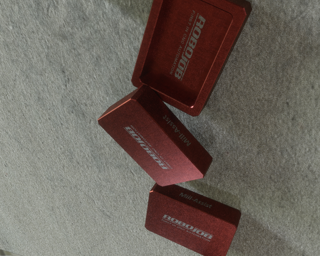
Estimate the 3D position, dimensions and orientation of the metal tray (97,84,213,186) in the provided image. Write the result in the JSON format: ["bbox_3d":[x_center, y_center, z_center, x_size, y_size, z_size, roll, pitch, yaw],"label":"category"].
[{"bbox_3d":[-0.007,0.016,0.394,0.130,0.030,0.090,48,141,-15],"label":"metal tray"}]

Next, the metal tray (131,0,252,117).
[{"bbox_3d":[0.028,-0.086,0.334,0.090,0.030,0.129,28,128,9],"label":"metal tray"}]

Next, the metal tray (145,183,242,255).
[{"bbox_3d":[0.045,0.139,0.465,0.130,0.030,0.089,19,126,16],"label":"metal tray"}]
